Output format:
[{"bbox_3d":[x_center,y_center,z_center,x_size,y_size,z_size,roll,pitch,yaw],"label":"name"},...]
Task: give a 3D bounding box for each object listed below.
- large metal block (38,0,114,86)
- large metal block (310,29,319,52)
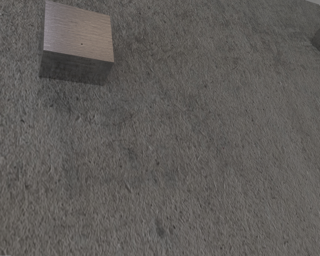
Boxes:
[{"bbox_3d":[-0.107,-0.106,0.394,0.081,0.050,0.080,5,60,-26],"label":"large metal block"},{"bbox_3d":[0.413,-0.227,0.729,0.050,0.080,0.080,42,51,0],"label":"large metal block"}]
